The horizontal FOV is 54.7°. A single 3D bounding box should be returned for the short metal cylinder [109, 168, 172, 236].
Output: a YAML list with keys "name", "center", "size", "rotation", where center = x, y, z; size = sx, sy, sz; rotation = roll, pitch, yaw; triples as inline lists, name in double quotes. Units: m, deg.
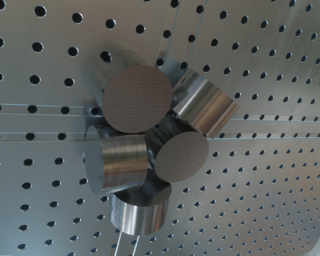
- name: "short metal cylinder"
  center: [-0.027, 0.097, 0.420]
  size: [0.081, 0.080, 0.050]
  rotation: [-6, 122, -25]

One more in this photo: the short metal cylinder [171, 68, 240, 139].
- name: "short metal cylinder"
  center: [0.051, -0.030, 0.384]
  size: [0.080, 0.080, 0.050]
  rotation: [32, 100, -38]

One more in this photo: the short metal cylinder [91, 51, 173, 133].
- name: "short metal cylinder"
  center: [-0.033, -0.041, 0.351]
  size: [0.081, 0.050, 0.079]
  rotation: [-13, 124, -20]

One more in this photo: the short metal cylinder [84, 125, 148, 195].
- name: "short metal cylinder"
  center: [-0.055, 0.036, 0.369]
  size: [0.050, 0.080, 0.079]
  rotation: [-3, 120, -28]

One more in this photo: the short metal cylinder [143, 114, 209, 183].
- name: "short metal cylinder"
  center: [0.019, 0.027, 0.422]
  size: [0.081, 0.050, 0.079]
  rotation: [-14, 125, -21]
